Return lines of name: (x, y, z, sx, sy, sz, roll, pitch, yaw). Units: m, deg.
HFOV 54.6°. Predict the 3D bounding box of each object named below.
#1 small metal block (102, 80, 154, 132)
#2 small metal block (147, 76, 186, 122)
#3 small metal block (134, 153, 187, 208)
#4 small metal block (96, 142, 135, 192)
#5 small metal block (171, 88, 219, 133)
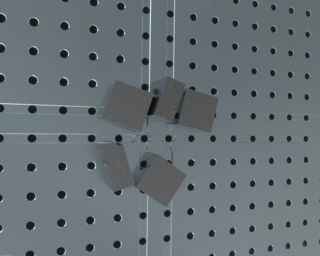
small metal block: (-0.041, -0.027, 0.393, 0.050, 0.025, 0.050, 19, 84, -9)
small metal block: (0.004, -0.035, 0.400, 0.025, 0.050, 0.050, 21, 83, -19)
small metal block: (-0.001, 0.069, 0.412, 0.050, 0.025, 0.050, 38, 78, -16)
small metal block: (-0.056, 0.046, 0.379, 0.025, 0.050, 0.050, -17, 96, -19)
small metal block: (0.048, -0.023, 0.430, 0.050, 0.025, 0.050, 14, 85, -20)
